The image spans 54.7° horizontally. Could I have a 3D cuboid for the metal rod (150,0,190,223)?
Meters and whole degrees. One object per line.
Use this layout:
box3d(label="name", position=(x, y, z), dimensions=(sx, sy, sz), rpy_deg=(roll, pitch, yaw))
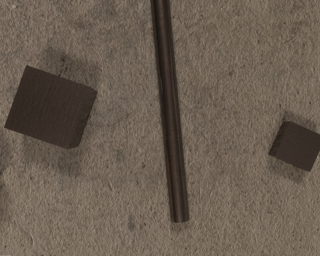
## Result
box3d(label="metal rod", position=(0.013, -0.027, 0.410), dimensions=(0.025, 0.025, 0.298), rpy_deg=(-5, 90, -1))

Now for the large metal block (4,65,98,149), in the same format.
box3d(label="large metal block", position=(-0.136, -0.025, 0.396), dimensions=(0.080, 0.050, 0.080), rpy_deg=(19, 90, -1))

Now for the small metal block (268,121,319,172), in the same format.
box3d(label="small metal block", position=(0.182, 0.024, 0.412), dimensions=(0.050, 0.025, 0.050), rpy_deg=(24, 90, -1))
